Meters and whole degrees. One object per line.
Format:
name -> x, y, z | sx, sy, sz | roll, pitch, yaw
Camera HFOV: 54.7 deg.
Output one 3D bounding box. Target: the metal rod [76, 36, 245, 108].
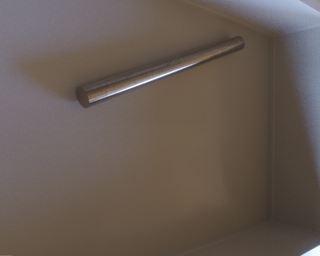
metal rod -> 0.024, -0.087, 0.428 | 0.302, 0.025, 0.025 | -27, 107, -37
